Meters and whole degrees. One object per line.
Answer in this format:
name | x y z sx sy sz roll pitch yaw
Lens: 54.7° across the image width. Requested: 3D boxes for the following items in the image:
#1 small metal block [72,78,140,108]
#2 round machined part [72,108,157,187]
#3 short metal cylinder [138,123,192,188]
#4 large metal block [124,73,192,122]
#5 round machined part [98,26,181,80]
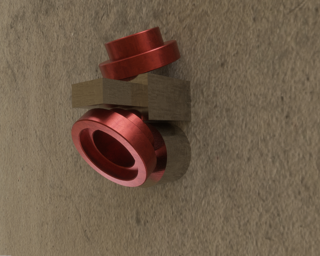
small metal block | -0.058 -0.035 0.331 0.050 0.050 0.025 -3 88 40
round machined part | -0.046 0.017 0.345 0.098 0.042 0.097 21 139 20
short metal cylinder | -0.007 0.032 0.395 0.080 0.050 0.079 0 90 39
large metal block | -0.018 -0.032 0.382 0.080 0.081 0.050 -2 89 39
round machined part | -0.028 -0.092 0.375 0.098 0.099 0.042 -3 113 39
